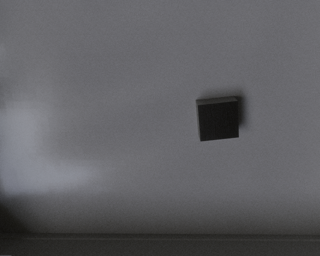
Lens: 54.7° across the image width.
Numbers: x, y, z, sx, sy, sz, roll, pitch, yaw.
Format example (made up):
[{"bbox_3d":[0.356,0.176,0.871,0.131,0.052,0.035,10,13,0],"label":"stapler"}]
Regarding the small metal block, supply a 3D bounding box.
[{"bbox_3d":[0.075,-0.012,0.408,0.050,0.025,0.050,-6,110,2],"label":"small metal block"}]
